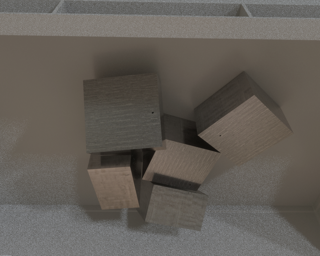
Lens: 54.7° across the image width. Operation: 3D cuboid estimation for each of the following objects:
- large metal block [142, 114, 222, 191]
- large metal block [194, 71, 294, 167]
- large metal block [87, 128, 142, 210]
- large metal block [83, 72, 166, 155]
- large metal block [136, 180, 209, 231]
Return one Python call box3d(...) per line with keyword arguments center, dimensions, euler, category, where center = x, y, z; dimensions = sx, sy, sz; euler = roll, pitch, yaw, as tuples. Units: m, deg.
box3d(center=(0.027, 0.035, 0.422), dimensions=(0.081, 0.050, 0.079), euler=(15, 129, -13), category="large metal block")
box3d(center=(0.101, -0.009, 0.385), dimensions=(0.080, 0.050, 0.080), euler=(36, 121, -27), category="large metal block")
box3d(center=(-0.056, 0.051, 0.414), dimensions=(0.050, 0.080, 0.080), euler=(-4, 130, 3), category="large metal block")
box3d(center=(-0.038, -0.013, 0.352), dimensions=(0.080, 0.080, 0.050), euler=(-5, 172, 5), category="large metal block")
box3d(center=(0.014, 0.108, 0.455), dimensions=(0.081, 0.080, 0.050), euler=(14, 86, -14), category="large metal block")
